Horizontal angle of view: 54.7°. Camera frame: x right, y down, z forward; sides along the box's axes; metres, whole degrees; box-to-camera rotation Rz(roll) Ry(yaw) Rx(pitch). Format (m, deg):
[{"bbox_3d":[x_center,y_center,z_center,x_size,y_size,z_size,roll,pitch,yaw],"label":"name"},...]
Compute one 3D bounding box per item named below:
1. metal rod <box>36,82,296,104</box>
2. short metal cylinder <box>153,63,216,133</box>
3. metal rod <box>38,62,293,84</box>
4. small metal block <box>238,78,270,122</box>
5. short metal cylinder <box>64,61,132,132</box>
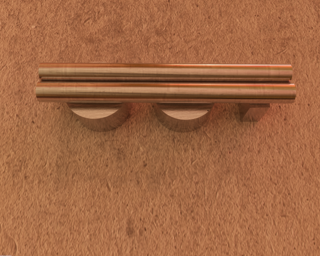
[{"bbox_3d":[0.007,-0.042,0.371,0.302,0.025,0.025,0,70,0],"label":"metal rod"},{"bbox_3d":[0.031,-0.039,0.411,0.081,0.050,0.080,0,70,0],"label":"short metal cylinder"},{"bbox_3d":[0.007,-0.067,0.380,0.302,0.025,0.025,0,70,0],"label":"metal rod"},{"bbox_3d":[0.122,-0.040,0.413,0.025,0.050,0.050,-1,70,-1],"label":"small metal block"},{"bbox_3d":[-0.079,-0.040,0.409,0.081,0.050,0.080,0,70,0],"label":"short metal cylinder"}]
